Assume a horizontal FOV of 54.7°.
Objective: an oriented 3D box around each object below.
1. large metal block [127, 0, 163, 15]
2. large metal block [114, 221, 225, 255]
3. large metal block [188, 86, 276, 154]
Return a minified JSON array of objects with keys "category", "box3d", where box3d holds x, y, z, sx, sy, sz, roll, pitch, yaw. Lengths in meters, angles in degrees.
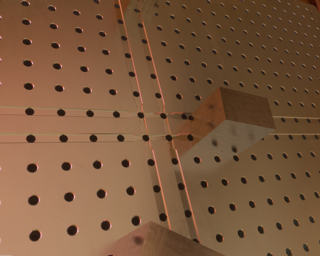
[{"category":"large metal block","box3d":[-0.019,-0.254,0.519,0.050,0.080,0.080,8,58,-24]},{"category":"large metal block","box3d":[0.003,0.136,0.292,0.080,0.080,0.050,29,52,-11]},{"category":"large metal block","box3d":[0.097,-0.007,0.432,0.081,0.080,0.050,10,58,-24]}]
